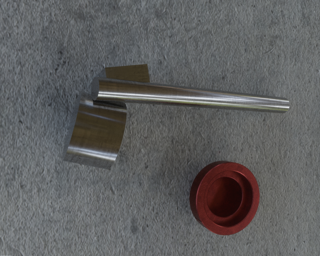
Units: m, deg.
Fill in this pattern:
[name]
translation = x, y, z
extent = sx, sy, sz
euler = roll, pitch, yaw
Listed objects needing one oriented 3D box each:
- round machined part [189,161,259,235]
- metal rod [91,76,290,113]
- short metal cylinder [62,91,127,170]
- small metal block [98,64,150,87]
[round machined part]
translation = 0.085, 0.094, 0.432
extent = 0.099, 0.042, 0.097
euler = 0, 90, -20
[metal rod]
translation = 0.061, -0.038, 0.401
extent = 0.303, 0.025, 0.025
euler = 1, 90, -32
[short metal cylinder]
translation = -0.075, 0.003, 0.352
extent = 0.050, 0.080, 0.080
euler = 15, 85, -20
[small metal block]
translation = -0.045, -0.059, 0.379
extent = 0.050, 0.050, 0.025
euler = -9, 93, -20
